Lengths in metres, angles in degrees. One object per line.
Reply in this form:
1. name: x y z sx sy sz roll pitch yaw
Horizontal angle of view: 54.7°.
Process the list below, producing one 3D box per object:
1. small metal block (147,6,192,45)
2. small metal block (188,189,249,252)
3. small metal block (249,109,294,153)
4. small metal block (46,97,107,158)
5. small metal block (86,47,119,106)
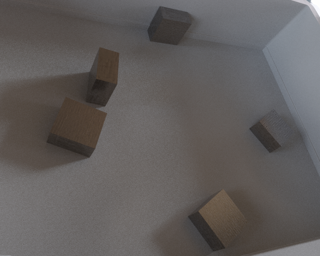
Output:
1. small metal block: 0.014 -0.162 0.496 0.050 0.050 0.025 0 62 -28
2. small metal block: 0.071 0.111 0.376 0.050 0.025 0.050 -30 78 -38
3. small metal block: 0.181 0.004 0.500 0.050 0.025 0.050 -33 80 -38
4. small metal block: -0.094 -0.001 0.355 0.050 0.025 0.050 22 54 -15
5. small metal block: -0.072 -0.063 0.389 0.025 0.050 0.050 12 57 -22
